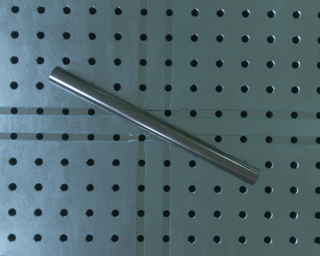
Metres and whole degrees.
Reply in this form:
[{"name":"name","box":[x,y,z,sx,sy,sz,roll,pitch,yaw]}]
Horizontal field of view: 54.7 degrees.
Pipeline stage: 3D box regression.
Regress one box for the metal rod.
[{"name":"metal rod","box":[-0.006,-0.003,0.413,0.301,0.025,0.025,27,90,-1]}]
